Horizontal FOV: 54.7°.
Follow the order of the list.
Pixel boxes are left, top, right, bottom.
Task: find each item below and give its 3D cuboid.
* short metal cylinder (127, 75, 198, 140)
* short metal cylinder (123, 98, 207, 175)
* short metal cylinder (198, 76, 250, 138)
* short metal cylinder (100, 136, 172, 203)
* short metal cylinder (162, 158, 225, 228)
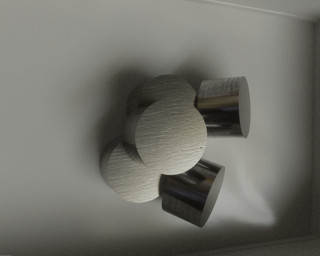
[{"bbox_3d":[0.003,-0.025,0.397,0.081,0.050,0.079,0,90,-21],"label":"short metal cylinder"},{"bbox_3d":[0.005,0.009,0.344,0.081,0.050,0.079,0,90,-21],"label":"short metal cylinder"},{"bbox_3d":[0.086,-0.026,0.407,0.080,0.050,0.079,-2,90,-64],"label":"short metal cylinder"},{"bbox_3d":[-0.030,0.048,0.386,0.081,0.050,0.079,0,90,-21],"label":"short metal cylinder"},{"bbox_3d":[0.043,0.077,0.390,0.050,0.080,0.080,19,82,22],"label":"short metal cylinder"}]
